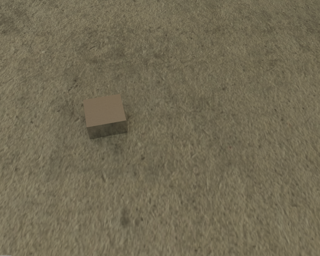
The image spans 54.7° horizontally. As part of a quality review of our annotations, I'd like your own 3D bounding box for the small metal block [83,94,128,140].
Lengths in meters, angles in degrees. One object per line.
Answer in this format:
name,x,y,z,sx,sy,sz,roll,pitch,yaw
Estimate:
small metal block,-0.073,-0.016,0.416,0.050,0.025,0.050,-10,51,-9
